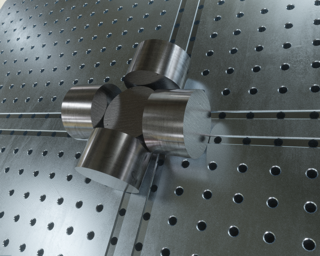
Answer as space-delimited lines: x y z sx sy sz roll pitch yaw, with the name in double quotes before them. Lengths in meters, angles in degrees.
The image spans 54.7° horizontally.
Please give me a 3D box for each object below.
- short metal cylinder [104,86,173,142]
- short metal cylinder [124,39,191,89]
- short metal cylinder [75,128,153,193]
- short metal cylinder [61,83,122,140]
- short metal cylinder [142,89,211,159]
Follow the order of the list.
"short metal cylinder" -0.027 -0.009 0.412 0.080 0.050 0.080 -12 57 20
"short metal cylinder" -0.002 -0.073 0.419 0.080 0.080 0.050 3 63 29
"short metal cylinder" -0.054 0.041 0.375 0.080 0.080 0.050 6 65 31
"short metal cylinder" -0.089 -0.021 0.433 0.050 0.080 0.080 2 63 28
"short metal cylinder" 0.022 -0.006 0.365 0.050 0.080 0.080 4 64 30
